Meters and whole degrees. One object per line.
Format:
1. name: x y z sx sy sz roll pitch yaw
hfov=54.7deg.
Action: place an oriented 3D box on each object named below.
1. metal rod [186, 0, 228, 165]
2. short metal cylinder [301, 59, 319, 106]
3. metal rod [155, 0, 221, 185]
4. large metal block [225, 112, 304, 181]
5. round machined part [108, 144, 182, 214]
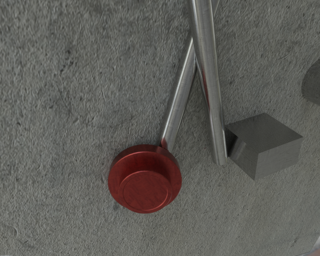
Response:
1. metal rod: 0.063 -0.050 0.386 0.025 0.025 0.299 -29 137 -10
2. short metal cylinder: 0.281 -0.071 0.503 0.081 0.050 0.079 -14 125 -21
3. metal rod: 0.018 -0.016 0.408 0.025 0.025 0.298 2 118 -30
4. large metal block: 0.153 0.025 0.473 0.081 0.080 0.050 -16 125 -20
5. round machined part: -0.019 0.074 0.411 0.099 0.042 0.097 -2 116 -3
